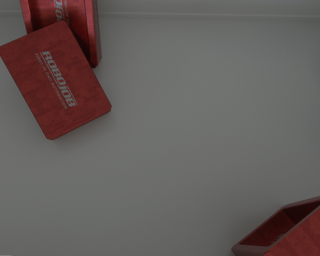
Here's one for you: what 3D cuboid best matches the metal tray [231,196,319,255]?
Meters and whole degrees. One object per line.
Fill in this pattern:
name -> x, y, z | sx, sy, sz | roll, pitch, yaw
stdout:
metal tray -> 0.130, 0.110, 0.315 | 0.090, 0.130, 0.030 | -33, 74, -11

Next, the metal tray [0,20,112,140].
metal tray -> -0.132, -0.060, 0.401 | 0.090, 0.030, 0.129 | -28, 95, -9

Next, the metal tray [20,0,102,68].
metal tray -> -0.129, -0.146, 0.409 | 0.091, 0.129, 0.030 | 2, 34, 0
